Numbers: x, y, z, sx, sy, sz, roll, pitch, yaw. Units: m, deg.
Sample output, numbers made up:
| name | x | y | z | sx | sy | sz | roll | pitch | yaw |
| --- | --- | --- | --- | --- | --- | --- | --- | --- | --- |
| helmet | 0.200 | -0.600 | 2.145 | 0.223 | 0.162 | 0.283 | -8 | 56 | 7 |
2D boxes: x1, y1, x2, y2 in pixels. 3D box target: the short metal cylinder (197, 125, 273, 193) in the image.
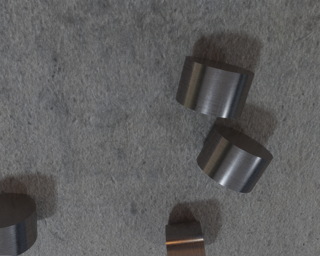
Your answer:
| name | x | y | z | sx | sy | sz | roll | pitch | yaw |
| --- | --- | --- | --- | --- | --- | --- | --- | --- | --- |
| short metal cylinder | 0.094 | 0.038 | 0.396 | 0.080 | 0.080 | 0.050 | 23 | 108 | -9 |

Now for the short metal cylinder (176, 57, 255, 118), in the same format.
| name | x | y | z | sx | sy | sz | roll | pitch | yaw |
| --- | --- | --- | --- | --- | --- | --- | --- | --- | --- |
| short metal cylinder | 0.063 | -0.049 | 0.363 | 0.081 | 0.080 | 0.050 | 12 | 110 | -5 |

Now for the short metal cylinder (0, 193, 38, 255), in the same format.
| name | x | y | z | sx | sy | sz | roll | pitch | yaw |
| --- | --- | --- | --- | --- | --- | --- | --- | --- | --- |
| short metal cylinder | -0.213 | 0.133 | 0.427 | 0.081 | 0.080 | 0.050 | 5 | 110 | -2 |

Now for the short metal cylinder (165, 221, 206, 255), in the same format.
| name | x | y | z | sx | sy | sz | roll | pitch | yaw |
| --- | --- | --- | --- | --- | --- | --- | --- | --- | --- |
| short metal cylinder | 0.038 | 0.178 | 0.447 | 0.050 | 0.080 | 0.079 | -7 | 110 | 2 |
